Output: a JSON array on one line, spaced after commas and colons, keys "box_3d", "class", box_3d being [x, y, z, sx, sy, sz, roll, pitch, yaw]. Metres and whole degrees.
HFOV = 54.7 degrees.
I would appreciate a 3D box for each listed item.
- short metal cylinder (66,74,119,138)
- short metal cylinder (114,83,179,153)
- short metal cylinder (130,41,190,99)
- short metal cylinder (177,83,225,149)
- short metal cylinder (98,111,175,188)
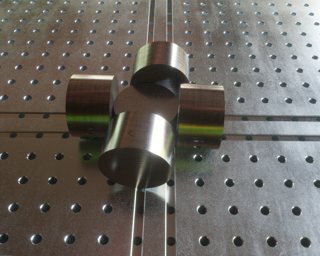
[{"box_3d": [-0.083, -0.028, 0.394, 0.050, 0.080, 0.080, 2, 50, 0], "class": "short metal cylinder"}, {"box_3d": [-0.017, -0.013, 0.403, 0.081, 0.050, 0.080, 1, 50, -1], "class": "short metal cylinder"}, {"box_3d": [0.001, -0.073, 0.433, 0.080, 0.080, 0.050, 2, 50, 2], "class": "short metal cylinder"}, {"box_3d": [0.048, -0.015, 0.385, 0.050, 0.080, 0.080, 3, 50, 2], "class": "short metal cylinder"}, {"box_3d": [-0.024, 0.026, 0.348, 0.080, 0.080, 0.050, 5, 50, 4], "class": "short metal cylinder"}]
